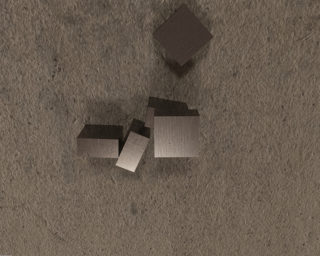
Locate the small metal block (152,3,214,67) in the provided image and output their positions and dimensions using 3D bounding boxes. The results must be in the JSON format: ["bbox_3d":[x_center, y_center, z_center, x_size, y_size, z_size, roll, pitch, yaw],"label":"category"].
[{"bbox_3d":[0.027,-0.111,0.369,0.050,0.025,0.050,-42,105,13],"label":"small metal block"}]

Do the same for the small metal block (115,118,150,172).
[{"bbox_3d":[-0.034,0.021,0.404,0.025,0.050,0.050,23,108,-9],"label":"small metal block"}]

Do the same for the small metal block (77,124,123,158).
[{"bbox_3d":[-0.076,0.016,0.401,0.050,0.050,0.025,2,110,-1],"label":"small metal block"}]

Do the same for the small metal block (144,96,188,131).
[{"bbox_3d":[0.008,-0.018,0.390,0.050,0.050,0.025,9,110,-4],"label":"small metal block"}]

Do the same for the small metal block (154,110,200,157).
[{"bbox_3d":[0.019,0.006,0.359,0.050,0.025,0.050,0,111,-1],"label":"small metal block"}]
